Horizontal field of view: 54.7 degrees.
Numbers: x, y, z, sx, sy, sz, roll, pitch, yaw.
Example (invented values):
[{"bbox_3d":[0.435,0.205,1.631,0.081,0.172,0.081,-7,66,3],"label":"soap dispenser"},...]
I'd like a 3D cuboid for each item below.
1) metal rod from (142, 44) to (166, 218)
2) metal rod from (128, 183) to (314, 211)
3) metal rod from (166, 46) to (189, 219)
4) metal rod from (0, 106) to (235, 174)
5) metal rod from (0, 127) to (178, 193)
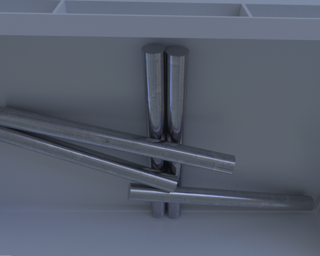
[{"bbox_3d":[-0.005,0.028,0.429,0.025,0.025,0.298,-1,130,0],"label":"metal rod"},{"bbox_3d":[0.102,0.108,0.478,0.302,0.025,0.025,7,130,-14],"label":"metal rod"},{"bbox_3d":[0.021,0.030,0.431,0.025,0.025,0.298,-1,130,0],"label":"metal rod"},{"bbox_3d":[-0.055,0.016,0.394,0.302,0.025,0.025,12,129,-2],"label":"metal rod"},{"bbox_3d":[-0.121,0.033,0.417,0.302,0.025,0.025,18,128,-9],"label":"metal rod"}]
